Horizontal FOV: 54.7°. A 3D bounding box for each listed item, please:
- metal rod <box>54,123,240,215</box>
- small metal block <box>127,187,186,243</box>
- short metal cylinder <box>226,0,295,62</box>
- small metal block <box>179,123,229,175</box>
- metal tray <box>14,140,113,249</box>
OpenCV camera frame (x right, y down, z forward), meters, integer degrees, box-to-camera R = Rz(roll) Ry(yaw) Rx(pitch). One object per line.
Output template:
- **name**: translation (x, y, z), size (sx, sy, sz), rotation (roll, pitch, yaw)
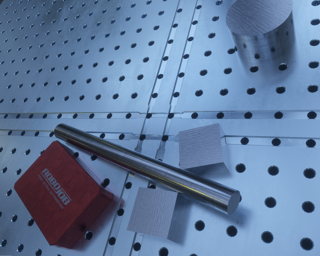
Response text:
- **metal rod**: translation (-0.042, 0.038, 0.390), size (0.300, 0.025, 0.025), rotation (17, 70, 38)
- **small metal block**: translation (-0.003, 0.097, 0.349), size (0.050, 0.025, 0.050), rotation (2, 62, 28)
- **short metal cylinder**: translation (0.132, -0.133, 0.404), size (0.080, 0.050, 0.080), rotation (-13, 56, 20)
- **small metal block**: translation (0.051, 0.026, 0.365), size (0.050, 0.025, 0.050), rotation (-13, 56, 20)
- **metal tray**: translation (-0.135, 0.085, 0.421), size (0.130, 0.030, 0.090), rotation (35, 81, 38)
